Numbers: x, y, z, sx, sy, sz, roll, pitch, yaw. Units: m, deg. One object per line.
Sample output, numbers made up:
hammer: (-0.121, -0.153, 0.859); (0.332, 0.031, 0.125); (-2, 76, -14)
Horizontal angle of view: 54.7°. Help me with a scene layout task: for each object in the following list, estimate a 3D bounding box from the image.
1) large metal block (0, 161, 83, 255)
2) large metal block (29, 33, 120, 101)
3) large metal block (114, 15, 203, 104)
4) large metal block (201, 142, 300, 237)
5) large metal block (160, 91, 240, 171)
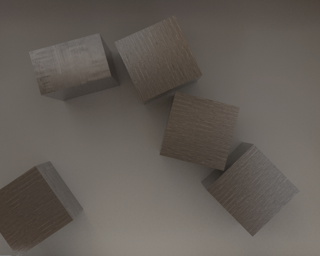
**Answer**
large metal block: (-0.160, 0.101, 0.397); (0.080, 0.050, 0.080); (-34, 90, 0)
large metal block: (-0.100, -0.071, 0.383); (0.080, 0.080, 0.050); (-15, 90, 0)
large metal block: (-0.002, -0.084, 0.399); (0.080, 0.050, 0.080); (-25, 90, -1)
large metal block: (0.113, 0.076, 0.401); (0.080, 0.050, 0.080); (-44, 91, 0)
large metal block: (0.048, 0.004, 0.400); (0.080, 0.050, 0.080); (14, 90, -1)
